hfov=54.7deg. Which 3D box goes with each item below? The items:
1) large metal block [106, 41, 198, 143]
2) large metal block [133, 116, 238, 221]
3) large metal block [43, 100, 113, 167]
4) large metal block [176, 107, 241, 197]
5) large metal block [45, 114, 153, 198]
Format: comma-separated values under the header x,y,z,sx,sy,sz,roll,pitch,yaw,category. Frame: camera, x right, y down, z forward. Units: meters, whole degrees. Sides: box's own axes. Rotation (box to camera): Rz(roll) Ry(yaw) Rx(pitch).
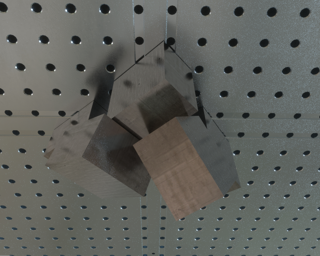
x,y,z,sx,sy,sz,roll,pitch,yaw,category
-0.009,-0.037,0.342,0.080,0.080,0.050,-34,123,25,large metal block
0.029,0.035,0.313,0.050,0.080,0.080,-34,80,20,large metal block
-0.090,0.023,0.413,0.080,0.050,0.080,-32,124,24,large metal block
0.058,0.034,0.403,0.050,0.080,0.080,-27,125,21,large metal block
-0.063,0.036,0.338,0.080,0.050,0.080,-15,134,46,large metal block
